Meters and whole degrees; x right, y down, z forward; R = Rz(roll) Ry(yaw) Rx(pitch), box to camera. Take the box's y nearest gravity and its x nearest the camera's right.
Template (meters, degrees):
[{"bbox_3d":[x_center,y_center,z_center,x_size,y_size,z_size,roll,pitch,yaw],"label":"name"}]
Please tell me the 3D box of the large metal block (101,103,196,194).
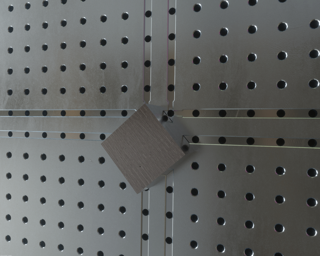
[{"bbox_3d":[-0.015,0.026,0.405,0.080,0.050,0.080,-41,77,15],"label":"large metal block"}]
